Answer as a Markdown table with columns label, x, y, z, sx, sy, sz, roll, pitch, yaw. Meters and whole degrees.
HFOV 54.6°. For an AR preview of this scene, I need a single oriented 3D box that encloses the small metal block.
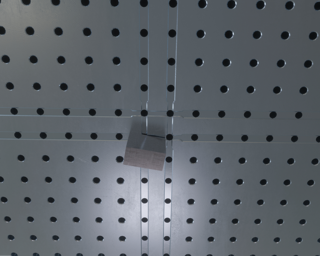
| label | x | y | z | sx | sy | sz | roll | pitch | yaw |
| --- | --- | --- | --- | --- | --- | --- | --- | --- | --- |
| small metal block | -0.019 | 0.030 | 0.411 | 0.050 | 0.050 | 0.025 | 10 | 110 | -4 |
